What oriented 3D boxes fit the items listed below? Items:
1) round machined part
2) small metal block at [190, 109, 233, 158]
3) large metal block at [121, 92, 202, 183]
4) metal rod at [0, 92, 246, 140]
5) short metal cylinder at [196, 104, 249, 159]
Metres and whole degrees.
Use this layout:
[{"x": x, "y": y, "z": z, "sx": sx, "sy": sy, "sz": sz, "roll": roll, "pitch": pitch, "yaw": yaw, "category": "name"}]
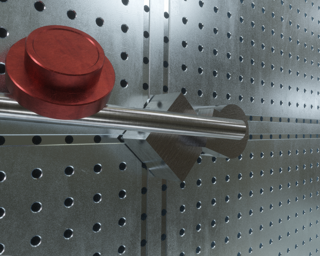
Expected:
[{"x": -0.089, "y": -0.058, "z": 0.289, "sx": 0.099, "sy": 0.042, "sz": 0.098, "roll": 14, "pitch": 48, "yaw": -15, "category": "round machined part"}, {"x": 0.071, "y": 0.007, "z": 0.403, "sx": 0.050, "sy": 0.025, "sz": 0.050, "roll": 24, "pitch": 75, "yaw": -38, "category": "small metal block"}, {"x": 0.011, "y": 0.011, "z": 0.401, "sx": 0.080, "sy": 0.050, "sz": 0.080, "roll": 52, "pitch": 60, "yaw": -28, "category": "large metal block"}, {"x": -0.041, "y": -0.011, "z": 0.319, "sx": 0.302, "sy": 0.025, "sz": 0.025, "roll": 5, "pitch": 87, "yaw": -23, "category": "metal rod"}, {"x": 0.090, "y": 0.005, "z": 0.471, "sx": 0.081, "sy": 0.050, "sz": 0.079, "roll": 0, "pitch": 90, "yaw": -40, "category": "short metal cylinder"}]
